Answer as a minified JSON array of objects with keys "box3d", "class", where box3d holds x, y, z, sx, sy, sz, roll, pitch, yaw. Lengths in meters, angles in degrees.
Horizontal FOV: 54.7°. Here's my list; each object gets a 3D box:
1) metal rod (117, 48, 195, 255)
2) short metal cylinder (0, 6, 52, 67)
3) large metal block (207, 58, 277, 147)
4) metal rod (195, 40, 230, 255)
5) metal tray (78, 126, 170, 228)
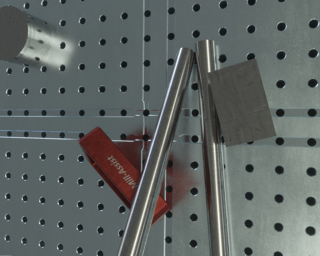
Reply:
[{"box3d":[-0.004,0.036,0.345,0.025,0.025,0.300,8,66,20],"class":"metal rod"},{"box3d":[-0.216,-0.138,0.475,0.080,0.050,0.079,0,90,20],"class":"short metal cylinder"},{"box3d":[0.095,-0.025,0.350,0.050,0.080,0.080,-15,85,19],"class":"large metal block"},{"box3d":[0.067,0.041,0.388,0.025,0.025,0.298,-4,89,20],"class":"metal rod"},{"box3d":[-0.046,0.067,0.393,0.030,0.090,0.130,-39,76,-18],"class":"metal tray"}]
